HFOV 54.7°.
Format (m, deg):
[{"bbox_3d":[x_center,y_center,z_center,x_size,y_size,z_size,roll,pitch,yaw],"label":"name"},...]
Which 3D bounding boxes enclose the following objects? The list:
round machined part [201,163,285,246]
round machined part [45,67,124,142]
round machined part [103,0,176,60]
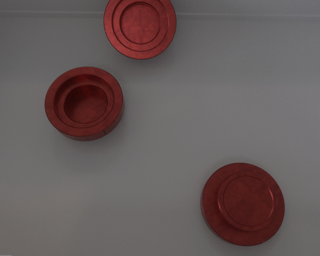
[{"bbox_3d":[0.100,0.089,0.369,0.099,0.042,0.098,0,70,0],"label":"round machined part"},{"bbox_3d":[-0.096,-0.028,0.410,0.099,0.042,0.098,0,70,0],"label":"round machined part"},{"bbox_3d":[-0.028,-0.147,0.438,0.099,0.042,0.097,-1,104,-5],"label":"round machined part"}]
